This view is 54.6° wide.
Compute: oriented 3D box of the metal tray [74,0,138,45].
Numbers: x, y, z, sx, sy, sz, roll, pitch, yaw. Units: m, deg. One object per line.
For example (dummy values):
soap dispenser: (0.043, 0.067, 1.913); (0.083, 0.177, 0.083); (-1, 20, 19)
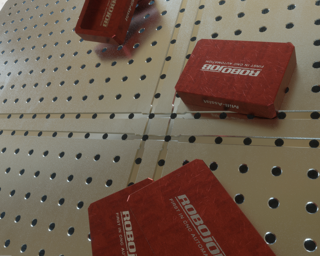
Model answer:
metal tray: (-0.092, -0.220, 0.561); (0.090, 0.030, 0.130); (14, 82, 24)

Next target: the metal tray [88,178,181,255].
metal tray: (-0.028, 0.131, 0.340); (0.090, 0.030, 0.130); (-26, 53, 12)

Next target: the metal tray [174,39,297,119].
metal tray: (0.094, -0.068, 0.398); (0.130, 0.030, 0.090); (14, 69, 34)

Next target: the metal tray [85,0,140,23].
metal tray: (-0.087, -0.275, 0.621); (0.130, 0.030, 0.090); (-21, 54, 16)

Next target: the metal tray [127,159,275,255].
metal tray: (0.037, 0.102, 0.298); (0.090, 0.030, 0.130); (-27, 55, -13)
